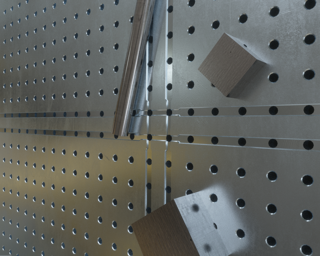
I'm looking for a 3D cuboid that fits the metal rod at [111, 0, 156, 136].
[{"bbox_3d":[-0.028,-0.134,0.432,0.025,0.025,0.298,21,103,38],"label":"metal rod"}]

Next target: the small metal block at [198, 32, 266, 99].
[{"bbox_3d":[0.079,-0.069,0.345,0.050,0.025,0.050,51,120,27],"label":"small metal block"}]

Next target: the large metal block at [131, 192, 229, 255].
[{"bbox_3d":[0.022,0.134,0.375,0.080,0.050,0.080,-39,66,33],"label":"large metal block"}]
